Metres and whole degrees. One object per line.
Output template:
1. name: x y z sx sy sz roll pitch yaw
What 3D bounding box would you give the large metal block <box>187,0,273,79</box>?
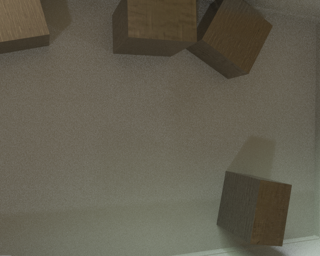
1. large metal block: 0.096 -0.127 0.432 0.080 0.050 0.080 31 80 -17

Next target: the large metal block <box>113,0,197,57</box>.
1. large metal block: -0.010 -0.122 0.377 0.081 0.080 0.050 -2 91 -20

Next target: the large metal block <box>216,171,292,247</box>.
1. large metal block: 0.127 0.108 0.428 0.050 0.080 0.080 12 86 -20

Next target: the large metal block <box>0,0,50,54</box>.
1. large metal block: -0.172 -0.127 0.334 0.081 0.050 0.080 -16 96 -19
